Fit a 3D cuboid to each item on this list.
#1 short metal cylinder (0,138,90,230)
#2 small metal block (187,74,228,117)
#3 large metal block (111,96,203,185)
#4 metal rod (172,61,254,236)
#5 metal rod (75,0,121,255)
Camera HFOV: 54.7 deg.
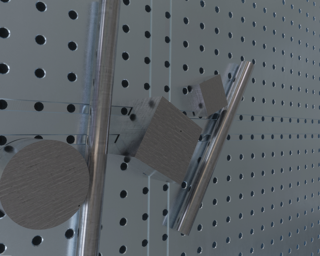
[{"bbox_3d":[-0.116,0.050,0.296,0.081,0.050,0.079,0,91,-41],"label":"short metal cylinder"},{"bbox_3d":[0.073,-0.049,0.471,0.050,0.025,0.050,-29,108,-36],"label":"small metal block"},{"bbox_3d":[-0.002,0.016,0.392,0.080,0.050,0.080,36,68,-34],"label":"large metal block"},{"bbox_3d":[0.090,0.019,0.484,0.025,0.025,0.300,39,66,-33],"label":"metal rod"},{"bbox_3d":[-0.070,-0.001,0.351,0.025,0.025,0.298,7,85,-40],"label":"metal rod"}]
